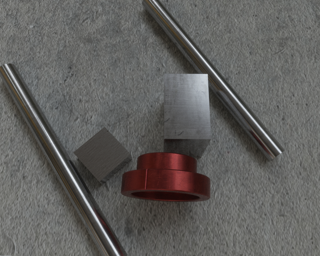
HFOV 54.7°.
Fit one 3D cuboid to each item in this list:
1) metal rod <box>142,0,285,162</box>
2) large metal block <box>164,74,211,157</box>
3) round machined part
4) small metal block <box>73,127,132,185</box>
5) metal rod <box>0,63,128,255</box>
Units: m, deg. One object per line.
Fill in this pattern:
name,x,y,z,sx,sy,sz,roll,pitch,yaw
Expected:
metal rod,0.066,-0.081,0.438,0.025,0.025,0.299,-32,73,-11
large metal block,0.030,-0.012,0.384,0.050,0.080,0.080,0,70,0
round machined part,0.007,0.056,0.349,0.099,0.098,0.042,3,70,1
small metal block,-0.072,0.036,0.394,0.050,0.025,0.050,-41,76,-14
metal rod,-0.131,0.035,0.393,0.025,0.025,0.299,-32,74,-11
